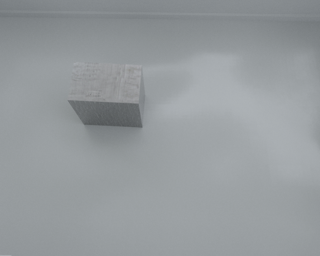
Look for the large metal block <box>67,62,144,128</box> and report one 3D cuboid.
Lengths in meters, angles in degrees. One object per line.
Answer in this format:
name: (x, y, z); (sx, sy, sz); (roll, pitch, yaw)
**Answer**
large metal block: (-0.063, -0.039, 0.395); (0.080, 0.080, 0.050); (3, 70, 1)
